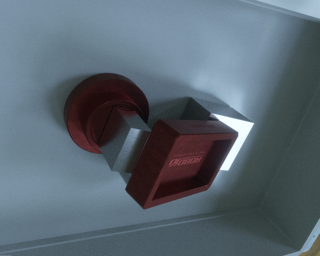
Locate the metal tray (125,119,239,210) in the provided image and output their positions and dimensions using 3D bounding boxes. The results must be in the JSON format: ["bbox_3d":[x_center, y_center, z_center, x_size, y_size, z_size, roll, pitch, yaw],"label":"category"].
[{"bbox_3d":[0.030,0.037,0.353,0.131,0.030,0.089,0,121,-51],"label":"metal tray"}]

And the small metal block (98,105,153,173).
[{"bbox_3d":[-0.038,0.012,0.323,0.025,0.050,0.050,13,112,-34],"label":"small metal block"}]

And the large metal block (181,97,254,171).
[{"bbox_3d":[0.071,0.010,0.436,0.081,0.050,0.079,10,113,-33],"label":"large metal block"}]

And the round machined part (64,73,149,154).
[{"bbox_3d":[-0.057,-0.010,0.359,0.099,0.042,0.097,-14,125,-21],"label":"round machined part"}]

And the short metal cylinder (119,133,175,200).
[{"bbox_3d":[-0.011,0.049,0.401,0.081,0.050,0.080,-26,145,-20],"label":"short metal cylinder"}]
